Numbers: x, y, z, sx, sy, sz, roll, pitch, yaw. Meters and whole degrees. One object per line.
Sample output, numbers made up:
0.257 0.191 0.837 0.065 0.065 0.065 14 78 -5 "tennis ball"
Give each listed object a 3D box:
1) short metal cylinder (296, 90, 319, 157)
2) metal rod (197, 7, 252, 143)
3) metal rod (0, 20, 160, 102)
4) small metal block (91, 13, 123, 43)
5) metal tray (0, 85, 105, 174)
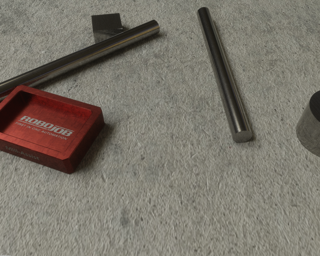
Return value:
0.223 -0.005 0.394 0.081 0.050 0.080 0 50 0 "short metal cylinder"
0.094 -0.103 0.491 0.025 0.025 0.300 -3 50 -3 "metal rod"
-0.127 -0.111 0.494 0.302 0.025 0.025 -31 57 -24 "metal rod"
-0.094 -0.179 0.552 0.050 0.025 0.050 -8 51 -7 "small metal block"
-0.150 -0.002 0.399 0.131 0.030 0.090 16 52 13 "metal tray"
